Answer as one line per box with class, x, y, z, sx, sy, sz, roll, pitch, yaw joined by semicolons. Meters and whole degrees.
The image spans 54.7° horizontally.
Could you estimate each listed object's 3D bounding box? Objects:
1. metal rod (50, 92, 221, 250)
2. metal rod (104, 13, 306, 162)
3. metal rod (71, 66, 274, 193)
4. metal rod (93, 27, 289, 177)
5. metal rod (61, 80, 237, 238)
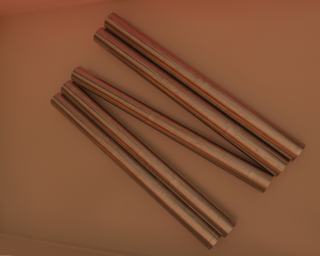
metal rod;-0.042;0.049;0.424;0.300;0.025;0.025;40;103;15
metal rod;0.045;-0.061;0.393;0.300;0.025;0.025;38;102;16
metal rod;0.003;-0.006;0.408;0.300;0.025;0.025;30;100;17
metal rod;0.028;-0.042;0.399;0.300;0.025;0.025;38;102;16
metal rod;-0.025;0.032;0.418;0.300;0.025;0.025;40;103;15
